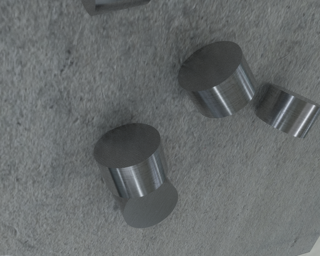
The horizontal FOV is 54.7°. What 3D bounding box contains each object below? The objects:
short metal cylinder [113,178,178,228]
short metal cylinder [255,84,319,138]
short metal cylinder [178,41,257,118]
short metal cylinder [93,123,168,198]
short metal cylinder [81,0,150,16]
[{"bbox_3d":[-0.022,0.094,0.439,0.081,0.050,0.079,-14,125,-21],"label":"short metal cylinder"},{"bbox_3d":[0.192,-0.026,0.462,0.081,0.080,0.050,10,113,-33],"label":"short metal cylinder"},{"bbox_3d":[0.069,-0.059,0.375,0.080,0.080,0.050,-41,130,0],"label":"short metal cylinder"},{"bbox_3d":[-0.034,0.038,0.378,0.081,0.080,0.050,-24,128,-14],"label":"short metal cylinder"},{"bbox_3d":[-0.044,-0.141,0.261,0.050,0.080,0.079,-20,126,-17],"label":"short metal cylinder"}]
